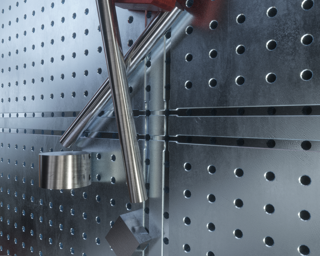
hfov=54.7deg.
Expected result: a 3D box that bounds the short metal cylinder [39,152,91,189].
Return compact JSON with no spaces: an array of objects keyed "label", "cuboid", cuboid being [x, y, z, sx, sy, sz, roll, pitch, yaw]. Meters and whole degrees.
[{"label":"short metal cylinder","cuboid":[-0.151,0.065,0.495,0.080,0.081,0.050,0,90,39]}]

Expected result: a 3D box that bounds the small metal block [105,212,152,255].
[{"label":"small metal block","cuboid":[-0.046,0.158,0.445,0.050,0.025,0.050,46,117,29]}]

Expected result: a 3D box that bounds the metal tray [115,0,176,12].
[{"label":"metal tray","cuboid":[-0.020,-0.202,0.399,0.130,0.030,0.089,30,108,50]}]

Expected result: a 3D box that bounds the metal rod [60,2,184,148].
[{"label":"metal rod","cuboid":[-0.071,-0.066,0.465,0.299,0.025,0.025,-44,64,30]}]

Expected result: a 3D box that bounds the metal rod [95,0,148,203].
[{"label":"metal rod","cuboid":[-0.054,-0.046,0.425,0.025,0.025,0.298,-7,94,39]}]
